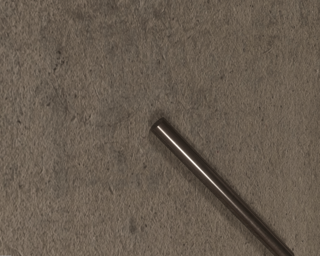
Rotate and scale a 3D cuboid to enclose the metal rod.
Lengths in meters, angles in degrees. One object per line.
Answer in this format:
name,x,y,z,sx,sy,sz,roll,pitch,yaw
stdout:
metal rod,0.098,0.098,0.446,0.300,0.025,0.025,46,76,-15
